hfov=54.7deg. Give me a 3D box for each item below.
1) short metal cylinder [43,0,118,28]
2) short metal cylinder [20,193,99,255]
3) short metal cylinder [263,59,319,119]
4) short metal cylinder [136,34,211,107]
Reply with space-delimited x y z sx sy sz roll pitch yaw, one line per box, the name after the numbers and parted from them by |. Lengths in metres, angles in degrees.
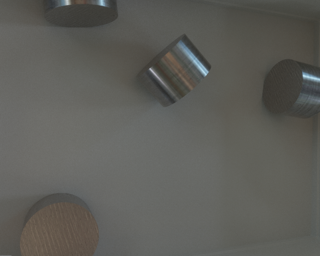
-0.090 -0.150 0.348 0.081 0.080 0.050 -7 93 -20 | short metal cylinder
-0.115 0.119 0.356 0.081 0.050 0.079 0 90 -21 | short metal cylinder
0.199 -0.057 0.457 0.050 0.080 0.080 9 87 -20 | short metal cylinder
0.017 -0.072 0.388 0.080 0.080 0.050 -47 105 -14 | short metal cylinder
